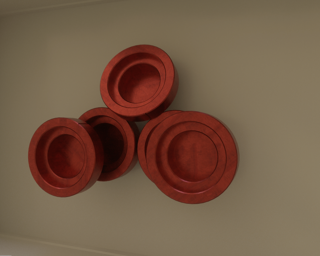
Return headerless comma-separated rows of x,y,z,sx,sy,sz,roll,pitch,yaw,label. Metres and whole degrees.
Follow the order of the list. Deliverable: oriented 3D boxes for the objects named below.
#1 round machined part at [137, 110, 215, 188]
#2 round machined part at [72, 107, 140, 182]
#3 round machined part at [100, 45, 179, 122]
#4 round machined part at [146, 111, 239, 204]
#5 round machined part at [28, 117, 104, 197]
0.025,0.027,0.392,0.098,0.042,0.097,0,90,20,round machined part
-0.070,0.021,0.425,0.098,0.042,0.097,0,90,20,round machined part
-0.023,-0.053,0.397,0.098,0.042,0.098,-6,70,16,round machined part
0.038,0.031,0.342,0.098,0.042,0.097,0,90,20,round machined part
-0.114,0.035,0.396,0.098,0.042,0.097,0,90,20,round machined part
